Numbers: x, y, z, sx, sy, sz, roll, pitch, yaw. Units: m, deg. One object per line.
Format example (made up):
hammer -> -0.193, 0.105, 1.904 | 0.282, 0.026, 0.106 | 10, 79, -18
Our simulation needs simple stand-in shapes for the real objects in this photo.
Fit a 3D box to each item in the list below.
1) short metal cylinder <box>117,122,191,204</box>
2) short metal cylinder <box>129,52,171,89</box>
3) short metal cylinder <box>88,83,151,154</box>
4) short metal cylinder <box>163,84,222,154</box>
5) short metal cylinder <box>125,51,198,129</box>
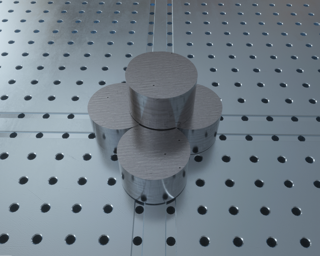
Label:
short metal cylinder -> -0.007, 0.039, 0.357 | 0.081, 0.050, 0.080 | 0, 48, 0
short metal cylinder -> -0.006, -0.065, 0.446 | 0.081, 0.050, 0.080 | 1, 50, -1
short metal cylinder -> -0.049, -0.013, 0.402 | 0.081, 0.050, 0.080 | 0, 50, 0
short metal cylinder -> 0.037, -0.013, 0.401 | 0.081, 0.050, 0.080 | 0, 50, 0
short metal cylinder -> 0.002, -0.045, 0.363 | 0.081, 0.050, 0.080 | 0, 50, 0
